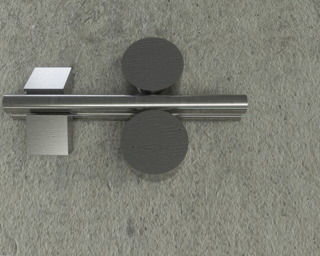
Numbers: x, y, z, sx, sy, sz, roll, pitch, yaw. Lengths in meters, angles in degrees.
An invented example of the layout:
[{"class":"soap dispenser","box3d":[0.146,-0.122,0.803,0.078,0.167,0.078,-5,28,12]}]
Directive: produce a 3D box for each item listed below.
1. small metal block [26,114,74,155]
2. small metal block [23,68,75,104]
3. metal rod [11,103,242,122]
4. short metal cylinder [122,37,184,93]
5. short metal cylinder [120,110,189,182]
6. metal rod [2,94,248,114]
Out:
[{"class":"small metal block","box3d":[-0.139,0.007,0.395,0.050,0.025,0.050,1,97,-1]},{"class":"small metal block","box3d":[-0.148,-0.058,0.419,0.050,0.025,0.050,0,43,0]},{"class":"metal rod","box3d":[-0.044,-0.022,0.417,0.302,0.025,0.025,0,70,0]},{"class":"short metal cylinder","box3d":[-0.009,-0.076,0.423,0.081,0.050,0.080,0,70,0]},{"class":"short metal cylinder","box3d":[-0.006,0.024,0.387,0.081,0.050,0.080,0,70,0]},{"class":"metal rod","box3d":[-0.043,-0.031,0.394,0.302,0.025,0.025,0,70,0]}]
